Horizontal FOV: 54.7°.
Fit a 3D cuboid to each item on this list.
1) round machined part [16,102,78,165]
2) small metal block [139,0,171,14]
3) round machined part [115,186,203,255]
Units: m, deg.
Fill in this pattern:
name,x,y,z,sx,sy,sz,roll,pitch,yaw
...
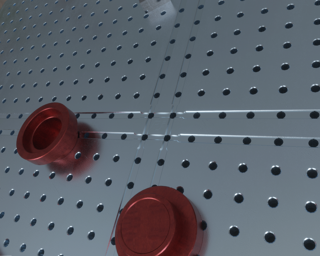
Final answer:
name,x,y,z,sx,sy,sz,roll,pitch,yaw
round machined part,-0.167,0.012,0.478,0.098,0.042,0.098,-13,56,21
small metal block,-0.013,-0.244,0.565,0.050,0.025,0.050,-23,53,14
round machined part,-0.007,0.109,0.334,0.098,0.042,0.098,-13,56,21
